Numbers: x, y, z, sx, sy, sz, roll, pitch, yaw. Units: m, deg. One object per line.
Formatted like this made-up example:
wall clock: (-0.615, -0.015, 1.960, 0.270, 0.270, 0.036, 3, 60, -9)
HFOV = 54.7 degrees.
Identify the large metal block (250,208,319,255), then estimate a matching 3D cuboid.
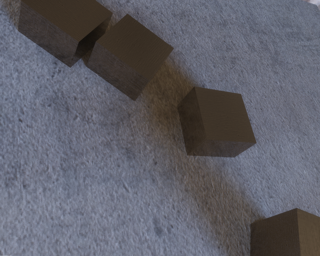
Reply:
large metal block: (0.152, 0.149, 0.361, 0.050, 0.080, 0.080, 23, 53, -15)

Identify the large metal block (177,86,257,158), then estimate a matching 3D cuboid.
large metal block: (0.078, -0.006, 0.435, 0.081, 0.050, 0.080, 5, 60, -26)

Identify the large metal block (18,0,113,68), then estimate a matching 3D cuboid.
large metal block: (-0.123, -0.140, 0.408, 0.080, 0.050, 0.080, 36, 51, -5)

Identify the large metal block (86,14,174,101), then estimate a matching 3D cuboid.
large metal block: (-0.040, -0.098, 0.427, 0.080, 0.050, 0.080, 36, 51, -5)
